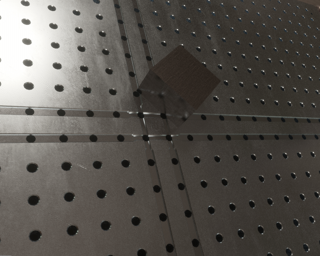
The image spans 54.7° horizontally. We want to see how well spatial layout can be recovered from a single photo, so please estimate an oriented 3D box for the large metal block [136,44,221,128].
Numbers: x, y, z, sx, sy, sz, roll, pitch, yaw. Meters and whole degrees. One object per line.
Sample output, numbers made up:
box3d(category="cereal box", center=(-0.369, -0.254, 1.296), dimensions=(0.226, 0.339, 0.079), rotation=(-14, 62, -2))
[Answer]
box3d(category="large metal block", center=(0.028, -0.061, 0.446), dimensions=(0.080, 0.050, 0.080), rotation=(42, 51, 0))
